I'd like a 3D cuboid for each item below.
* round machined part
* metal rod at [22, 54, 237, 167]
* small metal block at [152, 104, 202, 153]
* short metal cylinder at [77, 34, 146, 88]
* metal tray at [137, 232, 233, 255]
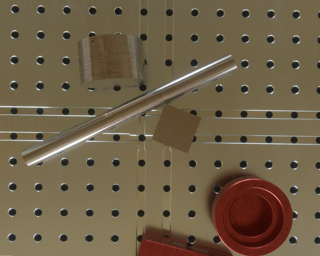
[{"bbox_3d":[0.117,0.112,0.407,0.099,0.042,0.097,0,90,-1],"label":"round machined part"},{"bbox_3d":[-0.040,-0.024,0.412,0.301,0.025,0.025,-25,90,-1],"label":"metal rod"},{"bbox_3d":[0.022,0.001,0.414,0.050,0.025,0.050,21,90,-1],"label":"small metal block"},{"bbox_3d":[-0.059,-0.080,0.385,0.081,0.080,0.050,-5,90,-1],"label":"short metal cylinder"},{"bbox_3d":[0.029,0.202,0.411,0.131,0.030,0.089,15,90,-1],"label":"metal tray"}]
